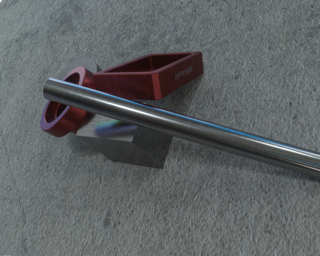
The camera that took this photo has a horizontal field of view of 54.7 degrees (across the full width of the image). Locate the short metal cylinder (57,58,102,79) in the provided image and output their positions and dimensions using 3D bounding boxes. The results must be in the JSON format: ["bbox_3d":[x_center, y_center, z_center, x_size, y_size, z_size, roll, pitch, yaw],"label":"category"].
[{"bbox_3d":[-0.119,-0.063,0.488,0.080,0.050,0.080,-13,56,20],"label":"short metal cylinder"}]

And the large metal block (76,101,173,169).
[{"bbox_3d":[-0.040,0.008,0.384,0.080,0.080,0.050,5,64,30],"label":"large metal block"}]

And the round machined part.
[{"bbox_3d":[-0.113,-0.030,0.414,0.098,0.042,0.098,-30,42,32],"label":"round machined part"}]

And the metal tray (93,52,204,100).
[{"bbox_3d":[-0.010,-0.071,0.400,0.090,0.030,0.131,5,24,30],"label":"metal tray"}]

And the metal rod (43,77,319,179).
[{"bbox_3d":[0.022,-0.002,0.318,0.301,0.025,0.025,16,68,8],"label":"metal rod"}]
